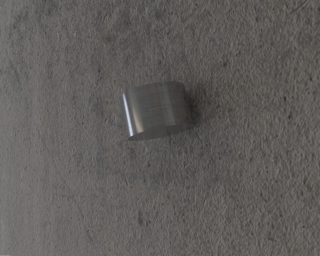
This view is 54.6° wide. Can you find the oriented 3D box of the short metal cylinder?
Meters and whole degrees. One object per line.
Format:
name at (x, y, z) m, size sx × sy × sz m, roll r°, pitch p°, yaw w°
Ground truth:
short metal cylinder at (-0.004, -0.018, 0.373) m, size 0.080 × 0.081 × 0.050 m, roll -20°, pitch 78°, yaw 38°
